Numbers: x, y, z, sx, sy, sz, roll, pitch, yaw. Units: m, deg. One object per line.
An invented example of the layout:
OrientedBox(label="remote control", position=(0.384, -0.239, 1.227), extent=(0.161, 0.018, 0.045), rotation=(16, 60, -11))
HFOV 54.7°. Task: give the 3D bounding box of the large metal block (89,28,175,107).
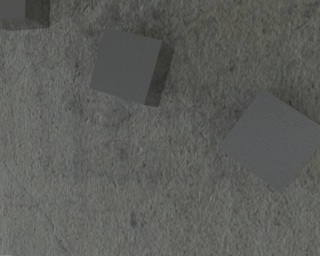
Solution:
OrientedBox(label="large metal block", position=(-0.036, -0.078, 0.407), extent=(0.080, 0.050, 0.080), rotation=(18, 96, 18))

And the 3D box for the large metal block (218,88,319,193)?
OrientedBox(label="large metal block", position=(0.126, 0.013, 0.351), extent=(0.080, 0.050, 0.080), rotation=(38, 102, 15))

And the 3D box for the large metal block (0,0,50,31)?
OrientedBox(label="large metal block", position=(-0.217, -0.197, 0.470), extent=(0.080, 0.050, 0.079), rotation=(2, 91, 19))
